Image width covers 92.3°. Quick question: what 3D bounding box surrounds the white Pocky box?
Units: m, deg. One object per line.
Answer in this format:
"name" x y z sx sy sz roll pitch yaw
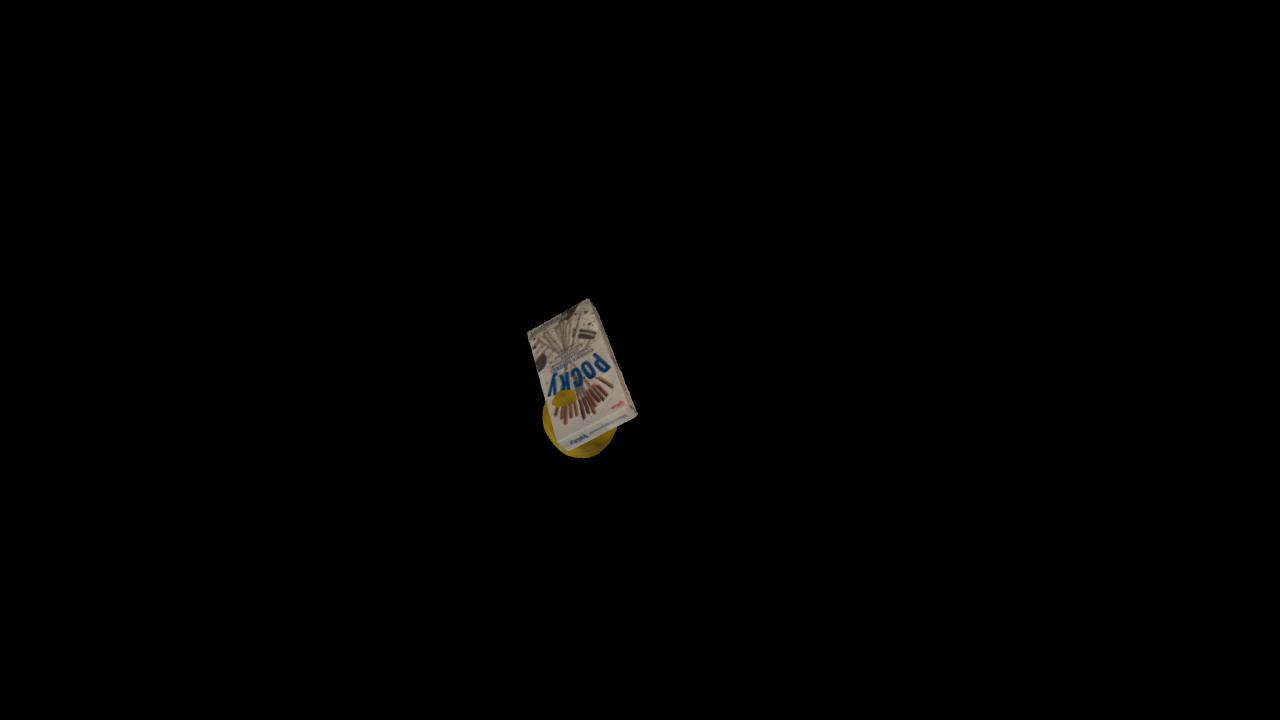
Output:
"white Pocky box" -0.064 0.012 0.644 0.084 0.154 0.028 -28 -37 7

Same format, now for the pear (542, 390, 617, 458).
"pear" -0.056 0.063 0.663 0.080 0.080 0.111 0 -1 18
